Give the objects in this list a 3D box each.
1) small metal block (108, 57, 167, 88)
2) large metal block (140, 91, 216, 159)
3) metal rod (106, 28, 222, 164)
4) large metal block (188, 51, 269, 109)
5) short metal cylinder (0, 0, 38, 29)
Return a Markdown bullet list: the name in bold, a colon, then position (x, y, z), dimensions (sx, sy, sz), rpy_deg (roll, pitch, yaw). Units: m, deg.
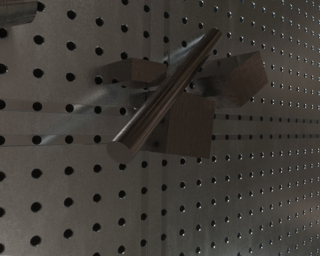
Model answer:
- **small metal block**: position (-0.028, -0.064, 0.371), dimensions (0.050, 0.050, 0.025), rpy_deg (1, 90, -40)
- **large metal block**: position (0.025, -0.003, 0.416), dimensions (0.081, 0.050, 0.080), rpy_deg (12, 83, -40)
- **metal rod**: position (0.025, -0.061, 0.374), dimensions (0.025, 0.025, 0.301), rpy_deg (62, 37, -22)
- **large metal block**: position (0.099, -0.069, 0.459), dimensions (0.080, 0.080, 0.050), rpy_deg (-37, 113, -34)
- **short metal cylinder**: position (-0.145, -0.122, 0.253), dimensions (0.050, 0.080, 0.080), rpy_deg (-29, 108, -37)
